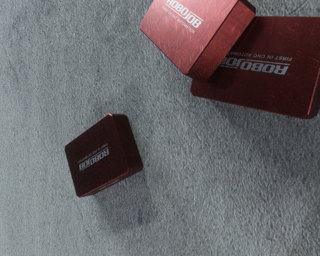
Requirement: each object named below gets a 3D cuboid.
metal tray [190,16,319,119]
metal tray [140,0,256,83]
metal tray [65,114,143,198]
[{"bbox_3d":[0.100,-0.066,0.319,0.130,0.030,0.089,18,101,38],"label":"metal tray"},{"bbox_3d":[0.034,-0.122,0.348,0.090,0.030,0.130,-55,44,20],"label":"metal tray"},{"bbox_3d":[-0.091,0.045,0.477,0.130,0.030,0.090,-31,71,35],"label":"metal tray"}]
